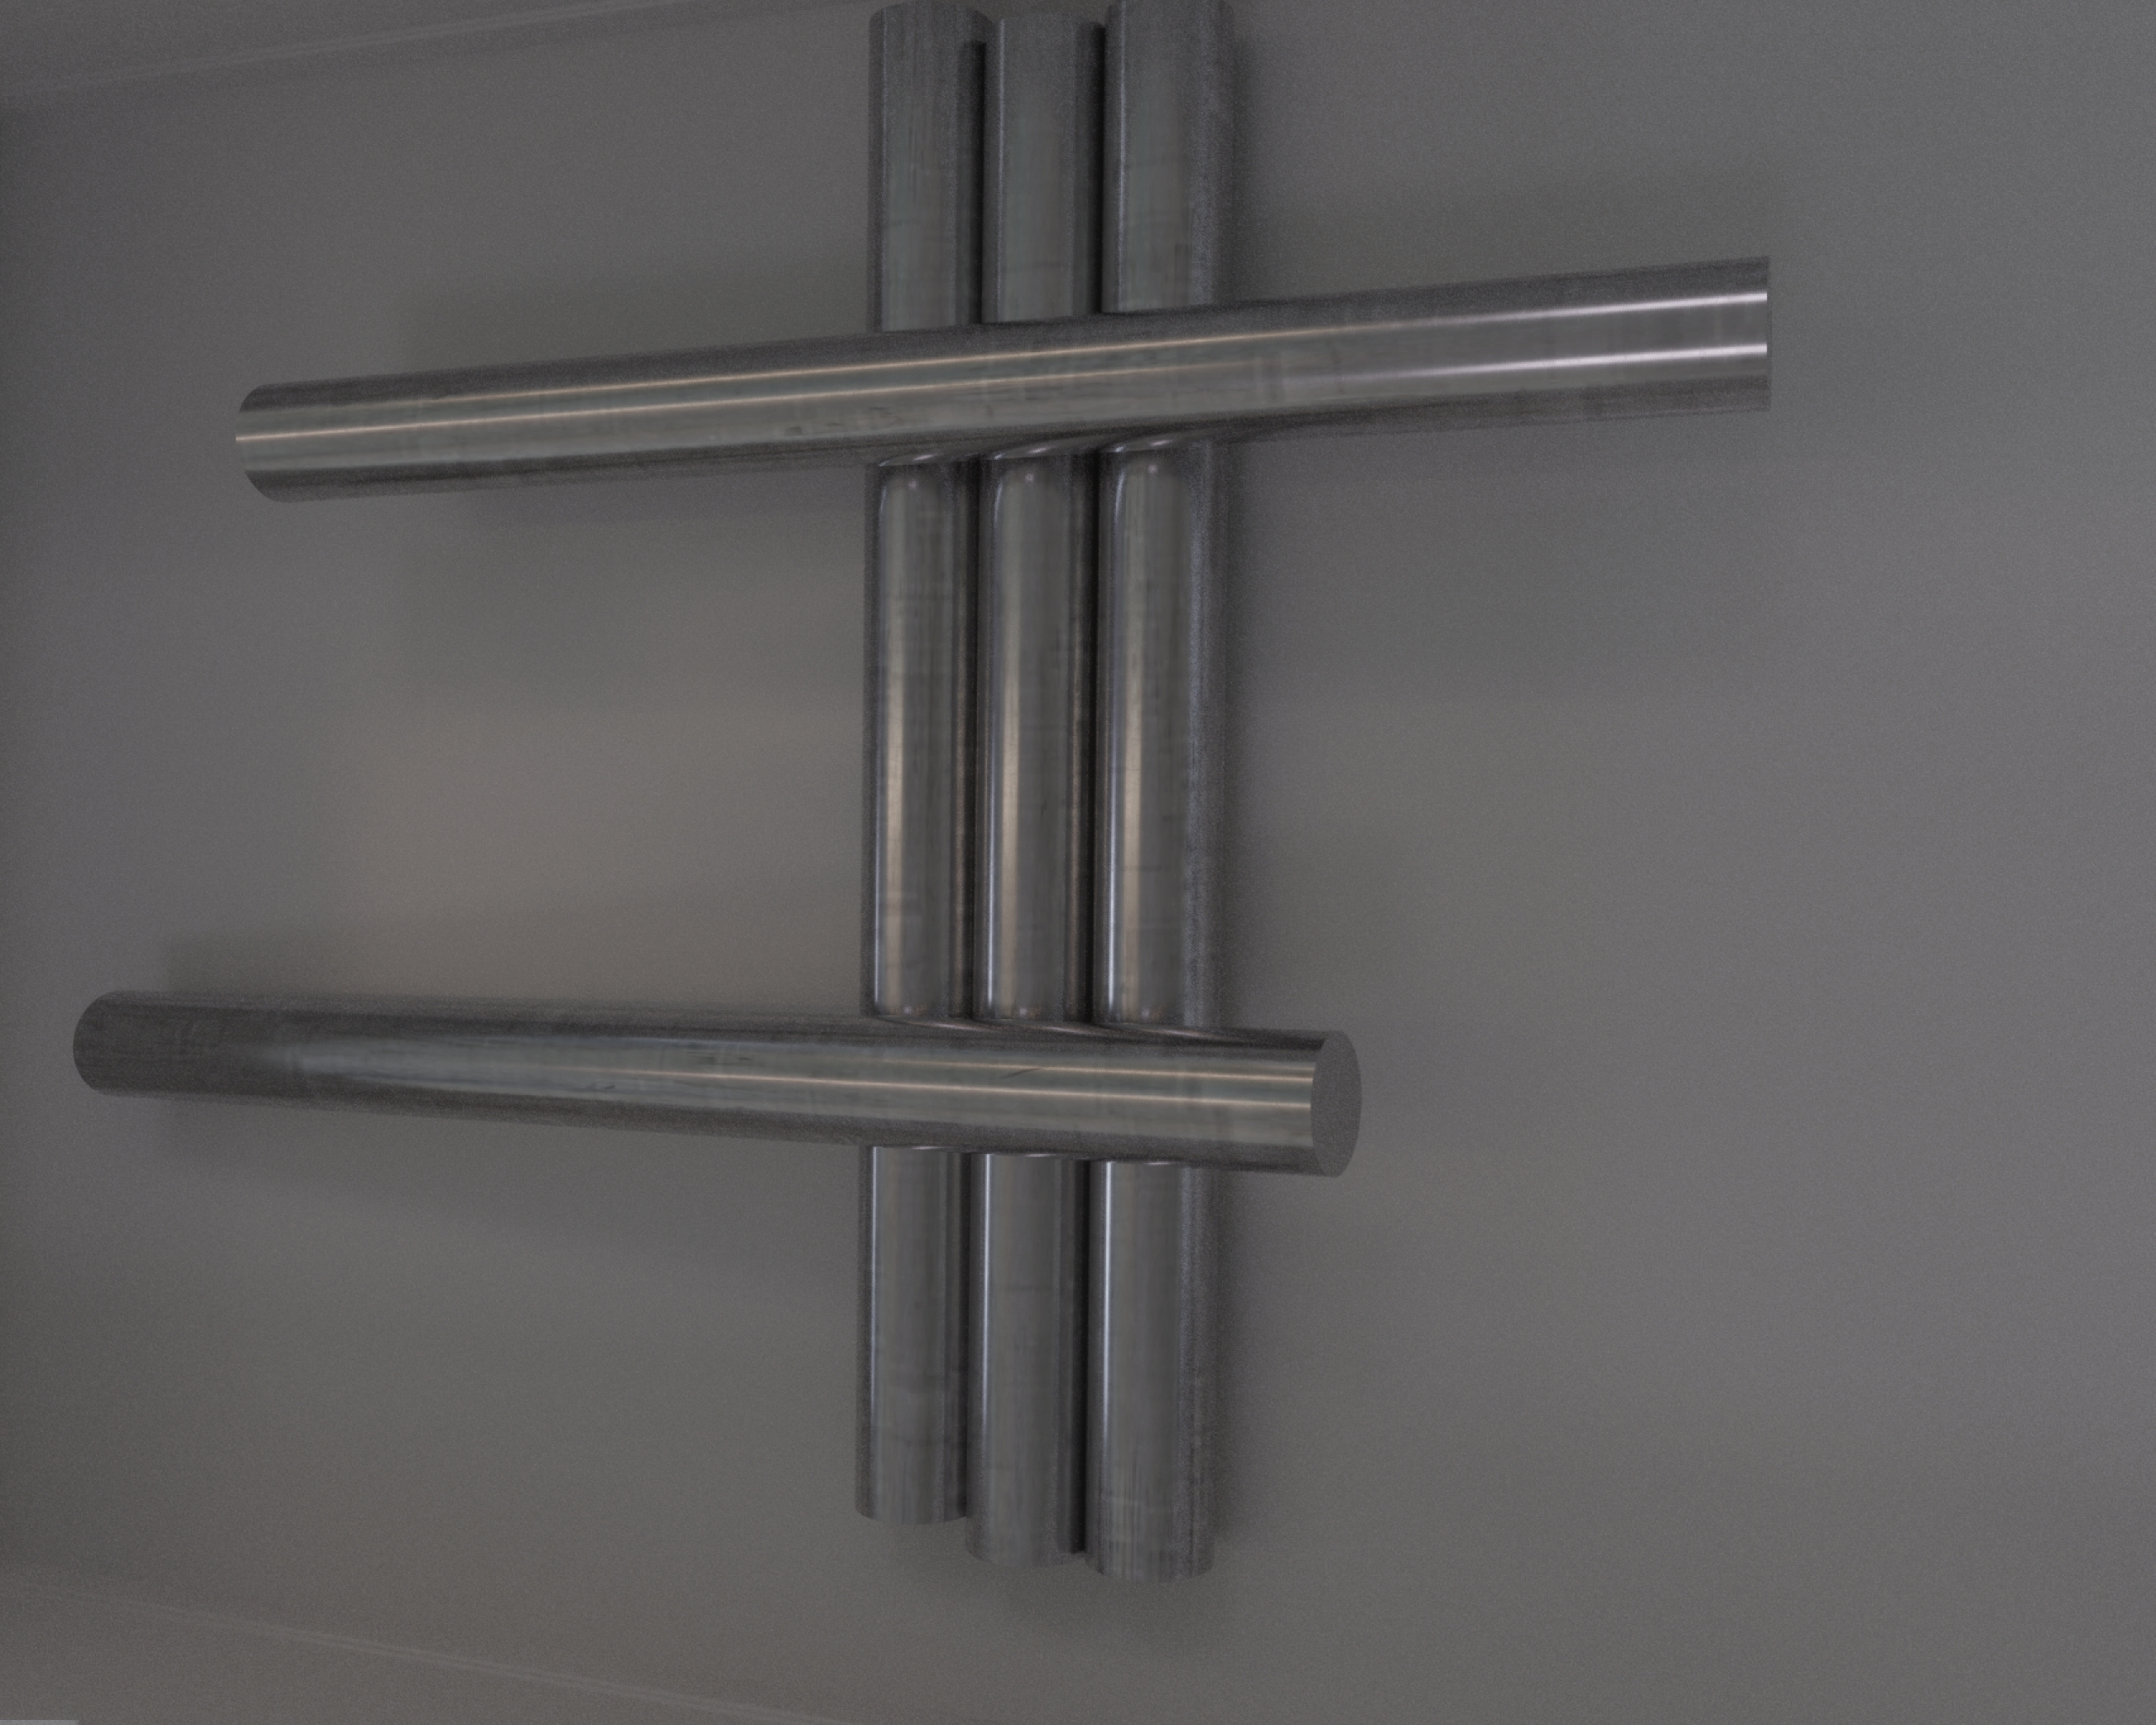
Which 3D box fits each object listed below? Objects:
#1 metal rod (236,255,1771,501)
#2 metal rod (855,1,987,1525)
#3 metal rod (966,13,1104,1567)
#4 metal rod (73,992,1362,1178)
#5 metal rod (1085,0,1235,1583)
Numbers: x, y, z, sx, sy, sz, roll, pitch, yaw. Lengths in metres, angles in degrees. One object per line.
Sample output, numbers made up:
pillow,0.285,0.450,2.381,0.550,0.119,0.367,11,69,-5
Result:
metal rod,-0.028,-0.088,0.392,0.301,0.025,0.025,0,90,20
metal rod,-0.031,-0.019,0.421,0.025,0.025,0.298,1,90,20
metal rod,-0.008,-0.014,0.412,0.025,0.025,0.298,1,90,20
metal rod,-0.090,0.042,0.422,0.300,0.025,0.025,0,90,27
metal rod,0.016,-0.014,0.403,0.025,0.025,0.298,1,90,20
